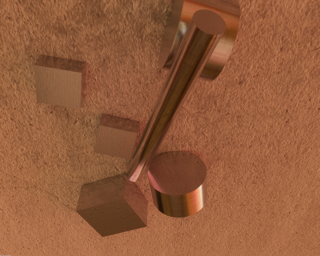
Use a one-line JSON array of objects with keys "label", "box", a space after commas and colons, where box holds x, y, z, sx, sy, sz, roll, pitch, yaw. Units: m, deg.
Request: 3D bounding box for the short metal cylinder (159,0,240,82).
[{"label": "short metal cylinder", "box": [0.034, -0.089, 0.296, 0.050, 0.080, 0.079, 13, 129, -11]}]

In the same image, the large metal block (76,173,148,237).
[{"label": "large metal block", "box": [-0.073, 0.124, 0.496, 0.080, 0.050, 0.080, -18, 128, 14]}]

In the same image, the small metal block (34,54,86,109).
[{"label": "small metal block", "box": [-0.115, -0.053, 0.361, 0.050, 0.025, 0.050, 8, 130, -8]}]

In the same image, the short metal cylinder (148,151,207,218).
[{"label": "short metal cylinder", "box": [0.026, 0.078, 0.438, 0.080, 0.080, 0.050, -5, 130, 4]}]

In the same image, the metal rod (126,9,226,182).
[{"label": "metal rod", "box": [-0.002, -0.002, 0.343, 0.025, 0.025, 0.298, 11, 149, -10]}]

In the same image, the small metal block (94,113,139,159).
[{"label": "small metal block", "box": [-0.059, 0.012, 0.417, 0.050, 0.025, 0.050, 12, 129, -11]}]
